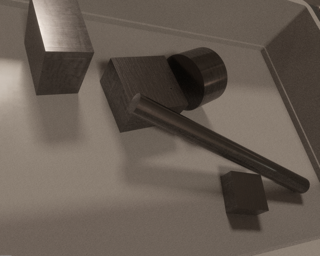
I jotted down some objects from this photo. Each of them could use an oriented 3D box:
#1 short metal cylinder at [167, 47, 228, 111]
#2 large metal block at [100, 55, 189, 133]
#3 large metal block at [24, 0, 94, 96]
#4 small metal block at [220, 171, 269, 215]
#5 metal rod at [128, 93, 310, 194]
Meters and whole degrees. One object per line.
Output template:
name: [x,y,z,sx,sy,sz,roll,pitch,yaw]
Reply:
short metal cylinder: [0.048,-0.070,0.441,0.050,0.080,0.080,-26,76,-37]
large metal block: [-0.022,-0.046,0.407,0.081,0.050,0.080,-11,68,-33]
large metal block: [-0.122,-0.095,0.363,0.050,0.080,0.080,-7,66,-32]
small metal block: [0.113,0.088,0.415,0.050,0.025,0.050,10,57,-23]
metal rod: [0.094,0.030,0.407,0.302,0.025,0.025,25,52,-26]
